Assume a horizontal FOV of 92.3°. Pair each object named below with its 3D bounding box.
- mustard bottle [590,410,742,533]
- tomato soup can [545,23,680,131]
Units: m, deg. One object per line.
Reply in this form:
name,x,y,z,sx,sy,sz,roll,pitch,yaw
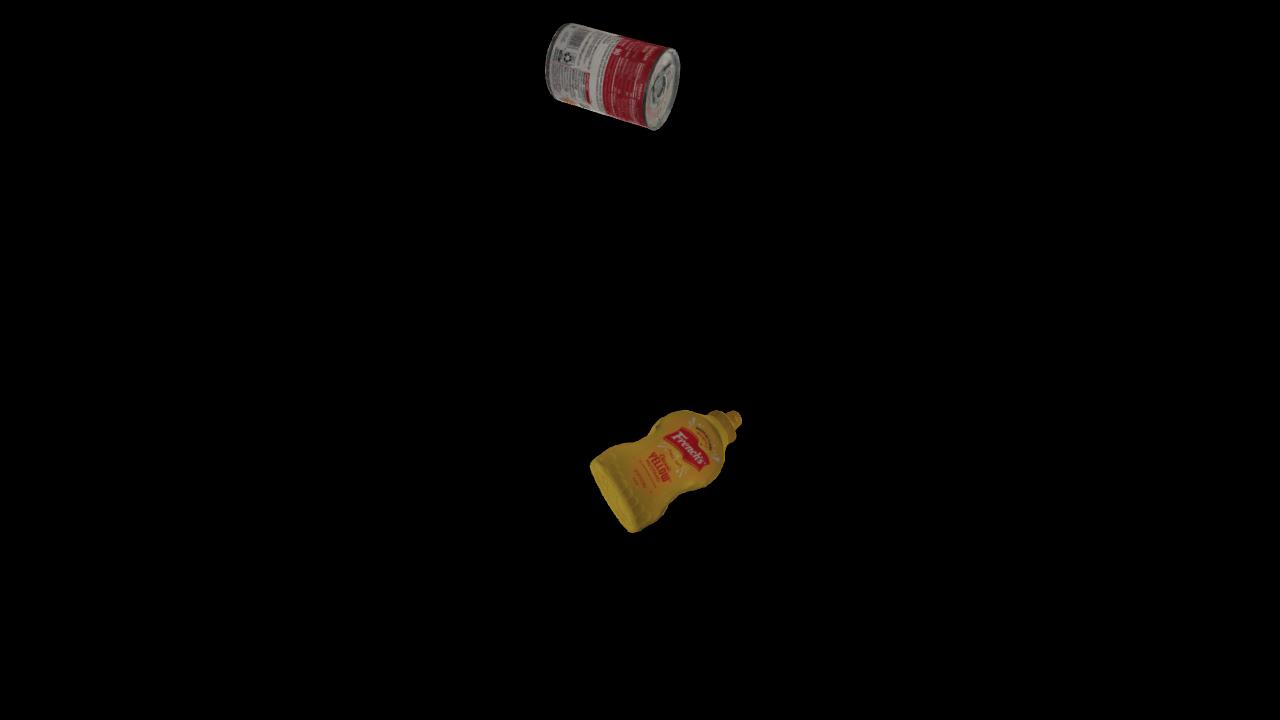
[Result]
mustard bottle,0.042,0.105,0.680,0.184,0.092,0.054,-28,-16,-26
tomato soup can,-0.024,-0.250,0.542,0.101,0.068,0.068,22,6,16
